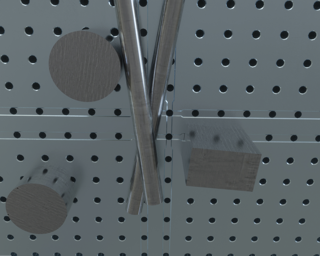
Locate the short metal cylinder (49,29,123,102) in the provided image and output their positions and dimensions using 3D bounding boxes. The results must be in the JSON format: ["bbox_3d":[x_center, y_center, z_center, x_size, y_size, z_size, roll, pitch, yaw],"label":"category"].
[{"bbox_3d":[-0.084,-0.076,0.371,0.081,0.050,0.079,0,110,0],"label":"short metal cylinder"}]

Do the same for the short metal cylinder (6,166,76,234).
[{"bbox_3d":[-0.164,0.100,0.435,0.081,0.050,0.079,0,110,0],"label":"short metal cylinder"}]

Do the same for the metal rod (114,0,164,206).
[{"bbox_3d":[-0.027,-0.048,0.375,0.025,0.025,0.298,-7,103,2],"label":"metal rod"}]

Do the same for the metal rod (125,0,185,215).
[{"bbox_3d":[-0.011,-0.017,0.406,0.025,0.025,0.298,10,110,-4],"label":"metal rod"}]

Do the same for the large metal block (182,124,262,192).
[{"bbox_3d":[0.074,0.035,0.398,0.081,0.080,0.050,6,110,-2],"label":"large metal block"}]
